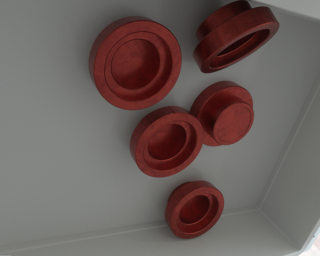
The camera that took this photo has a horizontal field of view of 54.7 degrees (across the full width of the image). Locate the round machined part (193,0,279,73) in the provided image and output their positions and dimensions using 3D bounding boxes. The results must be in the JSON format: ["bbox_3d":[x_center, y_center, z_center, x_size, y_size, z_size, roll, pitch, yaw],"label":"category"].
[{"bbox_3d":[0.081,-0.107,0.356,0.098,0.042,0.098,-26,171,-4],"label":"round machined part"}]

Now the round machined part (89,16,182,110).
[{"bbox_3d":[-0.029,-0.072,0.338,0.099,0.042,0.097,-14,125,-21],"label":"round machined part"}]

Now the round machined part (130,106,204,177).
[{"bbox_3d":[0.006,0.014,0.411,0.099,0.042,0.097,-14,125,-21],"label":"round machined part"}]

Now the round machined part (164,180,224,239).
[{"bbox_3d":[0.051,0.127,0.502,0.099,0.042,0.097,-11,118,-23],"label":"round machined part"}]

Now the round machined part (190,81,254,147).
[{"bbox_3d":[0.094,-0.014,0.443,0.099,0.042,0.097,-14,125,-21],"label":"round machined part"}]
